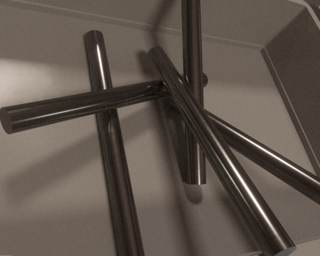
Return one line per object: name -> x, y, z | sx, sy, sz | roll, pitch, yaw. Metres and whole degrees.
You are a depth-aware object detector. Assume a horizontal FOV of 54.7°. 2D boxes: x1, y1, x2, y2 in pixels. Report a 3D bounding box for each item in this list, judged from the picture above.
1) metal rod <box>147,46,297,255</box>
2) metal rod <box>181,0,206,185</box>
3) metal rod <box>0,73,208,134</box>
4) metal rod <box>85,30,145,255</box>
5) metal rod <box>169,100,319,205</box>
metal rod -> 0.045, -0.002, 0.340 | 0.025, 0.025, 0.300 | 1, 43, -28
metal rod -> 0.043, -0.079, 0.402 | 0.025, 0.025, 0.298 | 1, 86, -28
metal rod -> -0.036, -0.041, 0.383 | 0.302, 0.025, 0.025 | -19, 72, -45
metal rod -> -0.060, 0.003, 0.372 | 0.025, 0.025, 0.299 | 0, 62, -28
metal rod -> 0.128, 0.037, 0.370 | 0.300, 0.025, 0.025 | 35, 45, 30
